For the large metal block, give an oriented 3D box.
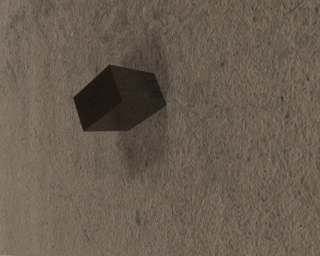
[{"bbox_3d":[-0.053,-0.035,0.411,0.080,0.081,0.050,-32,70,35],"label":"large metal block"}]
